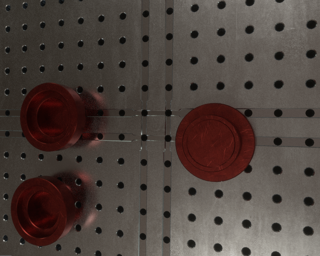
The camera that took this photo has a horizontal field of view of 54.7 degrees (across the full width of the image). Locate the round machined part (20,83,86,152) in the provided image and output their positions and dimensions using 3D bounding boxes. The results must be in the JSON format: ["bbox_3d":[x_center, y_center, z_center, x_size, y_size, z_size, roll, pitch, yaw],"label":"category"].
[{"bbox_3d":[-0.151,-0.015,0.455,0.098,0.042,0.097,0,90,19],"label":"round machined part"}]

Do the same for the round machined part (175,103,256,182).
[{"bbox_3d":[0.066,0.018,0.380,0.098,0.042,0.097,0,90,19],"label":"round machined part"}]

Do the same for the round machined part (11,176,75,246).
[{"bbox_3d":[-0.168,0.120,0.461,0.098,0.042,0.097,0,90,19],"label":"round machined part"}]
